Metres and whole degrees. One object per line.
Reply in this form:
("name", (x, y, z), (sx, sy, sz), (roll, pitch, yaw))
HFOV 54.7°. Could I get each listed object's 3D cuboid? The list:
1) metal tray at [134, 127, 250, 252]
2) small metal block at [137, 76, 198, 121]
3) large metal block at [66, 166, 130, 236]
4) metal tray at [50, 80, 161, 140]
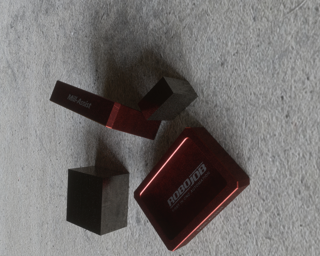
("metal tray", (0.032, 0.073, 0.373), (0.090, 0.030, 0.129), (51, 120, 27))
("small metal block", (0.010, -0.034, 0.379), (0.050, 0.050, 0.025), (-44, 64, 31))
("large metal block", (-0.094, 0.104, 0.463), (0.080, 0.050, 0.079), (5, 93, 39))
("metal tray", (-0.074, -0.024, 0.418), (0.130, 0.090, 0.030), (22, 92, 37))
